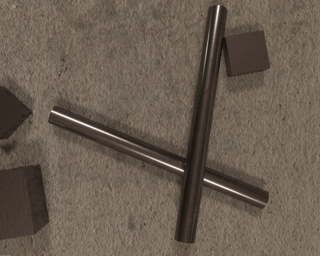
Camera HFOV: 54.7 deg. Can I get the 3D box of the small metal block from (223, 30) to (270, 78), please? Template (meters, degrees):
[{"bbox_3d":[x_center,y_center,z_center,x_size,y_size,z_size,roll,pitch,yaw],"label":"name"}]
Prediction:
[{"bbox_3d":[0.113,-0.098,0.411,0.050,0.025,0.050,-10,90,-1],"label":"small metal block"}]

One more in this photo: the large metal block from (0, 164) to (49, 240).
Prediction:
[{"bbox_3d":[-0.196,0.094,0.395,0.081,0.050,0.080,-9,90,-1],"label":"large metal block"}]

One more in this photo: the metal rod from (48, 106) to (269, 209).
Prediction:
[{"bbox_3d":[-0.001,0.039,0.410,0.301,0.025,0.025,22,90,-1],"label":"metal rod"}]

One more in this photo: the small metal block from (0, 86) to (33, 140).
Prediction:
[{"bbox_3d":[-0.208,-0.020,0.407,0.050,0.025,0.050,43,90,-1],"label":"small metal block"}]

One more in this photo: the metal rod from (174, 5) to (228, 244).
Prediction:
[{"bbox_3d":[0.053,-0.010,0.392,0.025,0.025,0.298,9,83,-1],"label":"metal rod"}]
